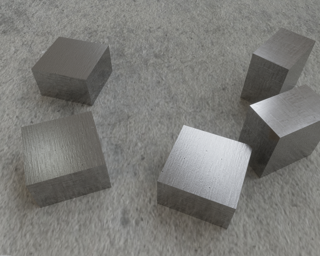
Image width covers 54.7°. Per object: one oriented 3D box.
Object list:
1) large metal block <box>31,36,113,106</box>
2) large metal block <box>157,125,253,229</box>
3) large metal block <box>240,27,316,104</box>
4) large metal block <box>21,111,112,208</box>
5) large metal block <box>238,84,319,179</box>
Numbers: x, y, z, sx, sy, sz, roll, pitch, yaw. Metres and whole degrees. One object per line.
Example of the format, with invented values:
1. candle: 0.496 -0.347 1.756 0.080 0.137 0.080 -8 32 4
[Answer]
1. large metal block: -0.125 -0.085 0.457 0.080 0.050 0.080 12 51 9
2. large metal block: 0.049 0.052 0.344 0.080 0.050 0.080 18 52 14
3. large metal block: 0.165 -0.081 0.438 0.050 0.080 0.080 34 58 25
4. large metal block: -0.107 0.034 0.357 0.081 0.050 0.080 -15 52 -12
5. large metal block: 0.145 0.005 0.366 0.081 0.080 0.050 -20 53 -17
